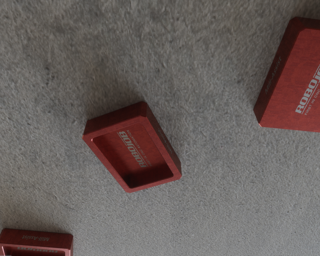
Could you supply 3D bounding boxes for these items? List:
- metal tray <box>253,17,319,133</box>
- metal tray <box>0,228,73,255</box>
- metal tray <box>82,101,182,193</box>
[{"bbox_3d":[0.174,-0.055,0.359,0.091,0.030,0.129,5,130,-5],"label":"metal tray"},{"bbox_3d":[-0.239,0.238,0.602,0.131,0.030,0.089,8,130,-8],"label":"metal tray"},{"bbox_3d":[-0.034,0.032,0.430,0.090,0.030,0.130,-19,128,14],"label":"metal tray"}]
